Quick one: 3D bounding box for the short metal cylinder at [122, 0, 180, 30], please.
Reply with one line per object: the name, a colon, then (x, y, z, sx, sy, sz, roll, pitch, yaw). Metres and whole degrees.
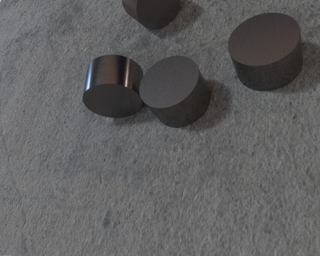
short metal cylinder: (-0.015, -0.208, 0.502, 0.080, 0.080, 0.050, -42, 51, -1)

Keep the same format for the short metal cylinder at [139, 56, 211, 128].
short metal cylinder: (0.020, -0.047, 0.405, 0.080, 0.050, 0.080, -13, 56, 20)

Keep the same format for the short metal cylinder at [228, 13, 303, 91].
short metal cylinder: (0.129, -0.092, 0.376, 0.080, 0.050, 0.080, -13, 56, 20)

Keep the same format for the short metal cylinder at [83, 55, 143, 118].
short metal cylinder: (-0.064, -0.057, 0.435, 0.080, 0.080, 0.050, -13, 57, 21)
